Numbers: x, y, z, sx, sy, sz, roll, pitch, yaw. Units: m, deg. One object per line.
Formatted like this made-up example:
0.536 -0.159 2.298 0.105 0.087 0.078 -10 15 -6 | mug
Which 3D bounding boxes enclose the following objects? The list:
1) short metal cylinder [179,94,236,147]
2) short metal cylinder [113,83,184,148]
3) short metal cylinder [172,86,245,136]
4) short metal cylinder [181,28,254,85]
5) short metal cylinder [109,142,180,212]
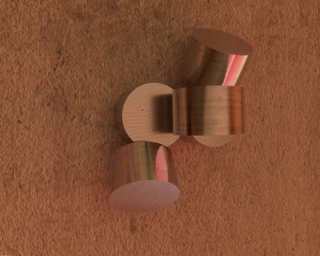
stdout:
0.062 -0.016 0.420 0.081 0.050 0.079 0 90 -21 | short metal cylinder
-0.014 -0.014 0.392 0.081 0.050 0.079 0 90 -21 | short metal cylinder
0.054 -0.018 0.349 0.081 0.080 0.050 -2 91 -20 | short metal cylinder
0.073 -0.090 0.402 0.081 0.080 0.050 1 128 -20 | short metal cylinder
-0.020 0.060 0.367 0.081 0.079 0.050 8 49 -20 | short metal cylinder
